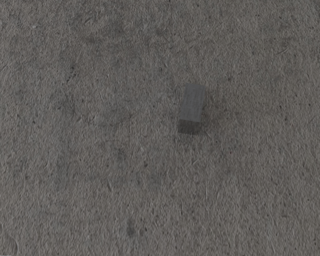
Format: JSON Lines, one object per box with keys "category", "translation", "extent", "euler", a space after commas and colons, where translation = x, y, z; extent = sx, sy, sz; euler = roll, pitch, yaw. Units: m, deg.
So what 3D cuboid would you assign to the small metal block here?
{"category": "small metal block", "translation": [0.040, -0.023, 0.404], "extent": [0.025, 0.050, 0.050], "euler": [10, 70, 4]}
